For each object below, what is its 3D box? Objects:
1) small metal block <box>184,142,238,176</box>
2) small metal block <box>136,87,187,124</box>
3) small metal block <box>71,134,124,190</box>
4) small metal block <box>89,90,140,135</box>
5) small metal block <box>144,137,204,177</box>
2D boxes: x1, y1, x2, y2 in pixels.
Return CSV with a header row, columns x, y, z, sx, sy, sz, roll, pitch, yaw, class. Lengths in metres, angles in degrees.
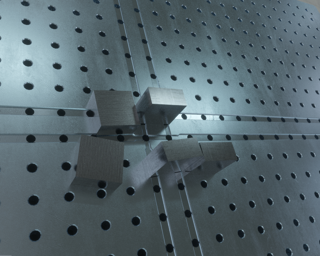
x,y,z,sx,sy,sz,roll,pitch,yaw,class
0.063,0.040,0.403,0.050,0.050,0.025,1,62,-28,small metal block
0.000,-0.028,0.411,0.050,0.050,0.025,1,62,-28,small metal block
-0.069,0.039,0.348,0.050,0.025,0.050,13,56,-22,small metal block
-0.058,-0.020,0.390,0.050,0.025,0.050,-2,63,-30,small metal block
0.016,0.036,0.381,0.050,0.050,0.025,-5,65,-31,small metal block
